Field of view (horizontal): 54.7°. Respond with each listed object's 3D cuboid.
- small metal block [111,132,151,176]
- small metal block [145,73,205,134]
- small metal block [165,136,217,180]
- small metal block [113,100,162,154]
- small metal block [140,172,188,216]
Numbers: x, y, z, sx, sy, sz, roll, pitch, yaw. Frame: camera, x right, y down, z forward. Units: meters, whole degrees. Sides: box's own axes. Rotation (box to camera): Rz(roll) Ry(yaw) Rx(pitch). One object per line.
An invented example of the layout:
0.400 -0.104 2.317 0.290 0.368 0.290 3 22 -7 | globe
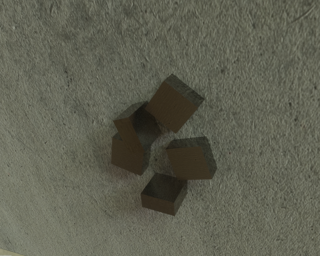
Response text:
-0.042 0.035 0.451 0.050 0.025 0.050 20 126 16 | small metal block
0.017 -0.029 0.380 0.050 0.025 0.050 39 129 1 | small metal block
0.042 0.041 0.410 0.050 0.025 0.050 -8 115 31 | small metal block
-0.028 -0.001 0.405 0.025 0.050 0.050 -11 113 33 | small metal block
0.007 0.094 0.445 0.050 0.050 0.025 10 123 23 | small metal block
